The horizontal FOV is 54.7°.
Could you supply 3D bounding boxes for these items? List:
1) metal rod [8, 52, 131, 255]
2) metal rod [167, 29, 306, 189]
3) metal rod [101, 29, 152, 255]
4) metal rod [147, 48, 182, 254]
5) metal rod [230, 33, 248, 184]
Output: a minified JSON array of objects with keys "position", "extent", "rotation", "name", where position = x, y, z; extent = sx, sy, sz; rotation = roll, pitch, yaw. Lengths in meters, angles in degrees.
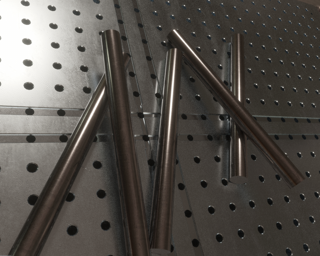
[{"position":[-0.090,0.016,0.350],"extent":[0.025,0.025,0.300],"rotation":[27,52,-12],"name":"metal rod"},{"position":[0.103,-0.040,0.464],"extent":[0.025,0.025,0.299],"rotation":[-20,65,-36],"name":"metal rod"},{"position":[-0.041,0.018,0.355],"extent":[0.025,0.025,0.299],"rotation":[1,68,-28],"name":"metal rod"},{"position":[0.011,0.007,0.411],"extent":[0.025,0.025,0.300],"rotation":[18,54,-18],"name":"metal rod"},{"position":[0.129,-0.050,0.510],"extent":[0.025,0.025,0.300],"rotation":[21,54,-16],"name":"metal rod"}]
